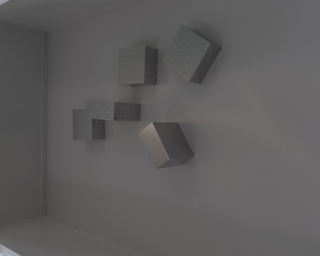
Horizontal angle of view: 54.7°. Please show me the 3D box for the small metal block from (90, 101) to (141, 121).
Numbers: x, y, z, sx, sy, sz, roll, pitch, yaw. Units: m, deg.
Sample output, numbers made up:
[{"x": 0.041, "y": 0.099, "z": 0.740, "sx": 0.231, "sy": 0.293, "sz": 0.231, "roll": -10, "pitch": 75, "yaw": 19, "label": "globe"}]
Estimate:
[{"x": -0.064, "y": -0.024, "z": 0.443, "sx": 0.050, "sy": 0.050, "sz": 0.025, "roll": 6, "pitch": 94, "yaw": 40, "label": "small metal block"}]

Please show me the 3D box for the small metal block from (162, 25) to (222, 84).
[{"x": 0.038, "y": -0.089, "z": 0.376, "sx": 0.050, "sy": 0.025, "sz": 0.050, "roll": 44, "pitch": 116, "yaw": 31, "label": "small metal block"}]

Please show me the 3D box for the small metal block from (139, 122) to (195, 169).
[{"x": 0.009, "y": 0.021, "z": 0.383, "sx": 0.025, "sy": 0.050, "sz": 0.050, "roll": -39, "pitch": 66, "yaw": 33, "label": "small metal block"}]

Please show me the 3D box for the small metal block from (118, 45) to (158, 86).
[{"x": -0.031, "y": -0.085, "z": 0.433, "sx": 0.050, "sy": 0.025, "sz": 0.050, "roll": 3, "pitch": 92, "yaw": 40, "label": "small metal block"}]

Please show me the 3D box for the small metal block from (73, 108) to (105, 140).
[{"x": -0.116, "y": -0.006, "z": 0.503, "sx": 0.050, "sy": 0.025, "sz": 0.050, "roll": -2, "pitch": 89, "yaw": 40, "label": "small metal block"}]
